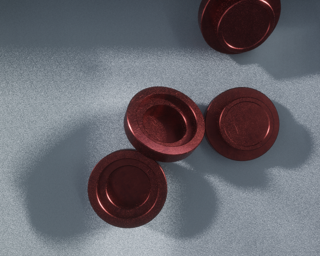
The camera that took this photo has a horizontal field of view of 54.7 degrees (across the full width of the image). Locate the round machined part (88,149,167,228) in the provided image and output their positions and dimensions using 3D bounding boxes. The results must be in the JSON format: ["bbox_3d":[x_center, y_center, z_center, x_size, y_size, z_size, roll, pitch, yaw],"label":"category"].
[{"bbox_3d":[-0.040,0.075,0.402,0.099,0.042,0.097,0,90,-1],"label":"round machined part"}]

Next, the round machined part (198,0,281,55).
[{"bbox_3d":[0.098,-0.132,0.377,0.099,0.042,0.097,-4,135,-4],"label":"round machined part"}]

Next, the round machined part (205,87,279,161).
[{"bbox_3d":[0.108,-0.005,0.404,0.099,0.042,0.097,0,90,-1],"label":"round machined part"}]

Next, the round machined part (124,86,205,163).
[{"bbox_3d":[0.003,-0.001,0.388,0.099,0.042,0.098,9,57,-14],"label":"round machined part"}]
